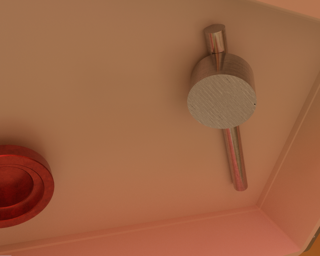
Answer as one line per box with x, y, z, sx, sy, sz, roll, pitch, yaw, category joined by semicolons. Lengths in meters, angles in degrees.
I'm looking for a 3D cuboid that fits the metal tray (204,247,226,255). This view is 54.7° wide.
0.085;0.318;0.655;0.131;0.030;0.090;-26;128;-12;metal tray

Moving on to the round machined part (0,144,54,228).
-0.171;0.059;0.341;0.099;0.042;0.097;-14;125;-21;round machined part

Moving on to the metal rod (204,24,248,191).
0.105;-0.008;0.463;0.025;0.025;0.299;-28;128;-11;metal rod

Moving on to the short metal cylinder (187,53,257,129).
0.076;-0.045;0.384;0.080;0.050;0.079;6;132;7;short metal cylinder
